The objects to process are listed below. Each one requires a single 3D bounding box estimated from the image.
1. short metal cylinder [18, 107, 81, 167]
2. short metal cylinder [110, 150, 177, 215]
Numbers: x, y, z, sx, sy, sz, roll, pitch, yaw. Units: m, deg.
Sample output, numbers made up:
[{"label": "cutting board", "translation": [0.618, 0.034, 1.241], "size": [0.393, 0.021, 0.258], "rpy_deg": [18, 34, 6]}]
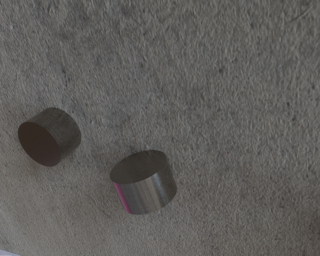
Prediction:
[{"label": "short metal cylinder", "translation": [-0.173, 0.014, 0.488], "size": [0.080, 0.050, 0.079], "rpy_deg": [13, 124, 20]}, {"label": "short metal cylinder", "translation": [-0.022, 0.073, 0.426], "size": [0.080, 0.080, 0.050], "rpy_deg": [-5, 116, 30]}]
